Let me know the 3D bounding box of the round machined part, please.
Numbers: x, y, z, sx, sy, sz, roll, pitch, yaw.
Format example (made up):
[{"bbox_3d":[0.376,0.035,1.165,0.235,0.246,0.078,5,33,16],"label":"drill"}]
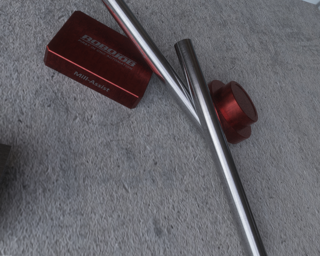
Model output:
[{"bbox_3d":[0.105,-0.029,0.448,0.098,0.042,0.098,35,38,-32],"label":"round machined part"}]

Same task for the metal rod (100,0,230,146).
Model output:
[{"bbox_3d":[-0.002,-0.088,0.417,0.299,0.025,0.025,53,51,-7],"label":"metal rod"}]

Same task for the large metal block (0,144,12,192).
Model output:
[{"bbox_3d":[-0.181,0.051,0.260,0.081,0.050,0.080,16,55,-19],"label":"large metal block"}]

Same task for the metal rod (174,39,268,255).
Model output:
[{"bbox_3d":[0.076,0.026,0.395,0.025,0.025,0.299,-12,79,-33],"label":"metal rod"}]

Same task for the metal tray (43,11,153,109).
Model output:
[{"bbox_3d":[-0.074,-0.093,0.418,0.131,0.030,0.090,27,52,-12],"label":"metal tray"}]
